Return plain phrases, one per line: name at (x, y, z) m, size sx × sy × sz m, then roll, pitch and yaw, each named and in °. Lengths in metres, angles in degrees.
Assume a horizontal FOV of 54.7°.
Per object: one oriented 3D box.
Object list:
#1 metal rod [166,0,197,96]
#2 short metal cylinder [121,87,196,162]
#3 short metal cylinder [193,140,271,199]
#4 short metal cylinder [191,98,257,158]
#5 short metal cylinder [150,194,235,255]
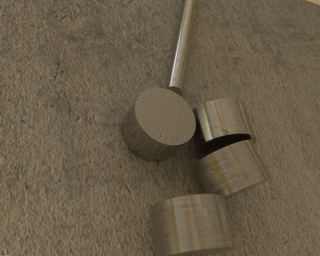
metal rod at (0.044, -0.172, 0.531) m, size 0.025 × 0.025 × 0.300 m, roll 22°, pitch 53°, yaw -15°
short metal cylinder at (-0.003, -0.004, 0.389) m, size 0.081 × 0.050 × 0.080 m, roll 14°, pitch 56°, yaw -21°
short metal cylinder at (0.088, 0.055, 0.382) m, size 0.081 × 0.080 × 0.050 m, roll -10°, pitch 67°, yaw -33°
short metal cylinder at (0.080, 0.004, 0.409) m, size 0.081 × 0.080 × 0.050 m, roll 4°, pitch 60°, yaw -26°
short metal cylinder at (0.032, 0.105, 0.322) m, size 0.081 × 0.080 × 0.050 m, roll 6°, pitch 59°, yaw -25°
